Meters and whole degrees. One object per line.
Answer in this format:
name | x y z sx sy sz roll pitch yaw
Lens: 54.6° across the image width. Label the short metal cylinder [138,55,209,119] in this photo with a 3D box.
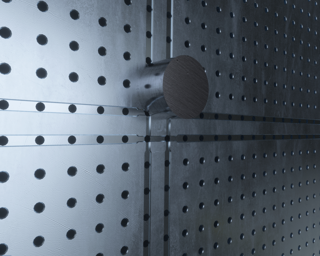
short metal cylinder | 0.018 -0.051 0.407 0.081 0.050 0.080 0 90 -40
